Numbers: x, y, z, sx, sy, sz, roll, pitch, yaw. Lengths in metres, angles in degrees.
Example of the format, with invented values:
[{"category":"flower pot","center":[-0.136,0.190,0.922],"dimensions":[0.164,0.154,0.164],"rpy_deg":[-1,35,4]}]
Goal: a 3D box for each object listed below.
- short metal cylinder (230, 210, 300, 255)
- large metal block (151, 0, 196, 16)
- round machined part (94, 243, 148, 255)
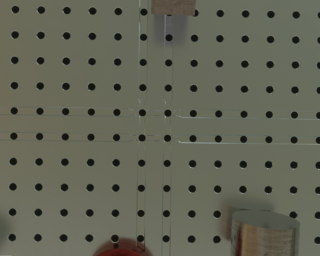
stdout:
[{"category":"short metal cylinder","center":[0.130,0.139,0.388],"dimensions":[0.081,0.080,0.050],"rpy_deg":[3,90,-1]},{"category":"large metal block","center":[0.017,-0.185,0.371],"dimensions":[0.050,0.080,0.079],"rpy_deg":[2,121,0]},{"category":"round machined part","center":[-0.053,0.207,0.404],"dimensions":[0.099,0.042,0.097],"rpy_deg":[0,90,-1]}]
